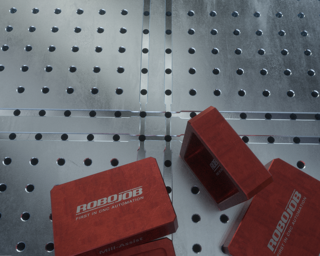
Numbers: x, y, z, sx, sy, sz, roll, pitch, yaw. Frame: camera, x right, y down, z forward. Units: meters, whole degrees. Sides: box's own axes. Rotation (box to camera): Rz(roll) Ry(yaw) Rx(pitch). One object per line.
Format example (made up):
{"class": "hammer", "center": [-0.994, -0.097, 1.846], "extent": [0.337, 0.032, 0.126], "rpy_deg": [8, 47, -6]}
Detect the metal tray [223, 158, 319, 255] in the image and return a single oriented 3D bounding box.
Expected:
{"class": "metal tray", "center": [0.146, 0.113, 0.370], "extent": [0.090, 0.030, 0.130], "rpy_deg": [31, 73, 10]}

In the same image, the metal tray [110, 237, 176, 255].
{"class": "metal tray", "center": [-0.040, 0.182, 0.342], "extent": [0.131, 0.030, 0.090], "rpy_deg": [-13, 71, -5]}

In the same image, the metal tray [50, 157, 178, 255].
{"class": "metal tray", "center": [-0.054, 0.093, 0.358], "extent": [0.131, 0.030, 0.090], "rpy_deg": [-17, 49, -7]}

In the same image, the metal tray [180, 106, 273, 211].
{"class": "metal tray", "center": [0.064, 0.041, 0.342], "extent": [0.030, 0.130, 0.090], "rpy_deg": [-33, 74, -11]}
